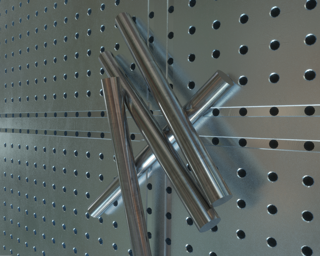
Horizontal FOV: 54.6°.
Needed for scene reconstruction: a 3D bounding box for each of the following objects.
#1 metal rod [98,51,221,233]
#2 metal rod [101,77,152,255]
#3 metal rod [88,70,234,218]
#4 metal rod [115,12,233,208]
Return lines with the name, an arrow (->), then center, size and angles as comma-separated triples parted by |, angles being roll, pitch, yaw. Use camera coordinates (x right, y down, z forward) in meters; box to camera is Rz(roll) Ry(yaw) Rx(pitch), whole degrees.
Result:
metal rod -> -0.017, -0.006, 0.394 | 0.025, 0.025, 0.300 | -54, 50, 27
metal rod -> -0.040, 0.082, 0.414 | 0.025, 0.025, 0.298 | -7, 94, 40
metal rod -> -0.015, 0.038, 0.422 | 0.299, 0.025, 0.025 | -47, 62, 30
metal rod -> 0.003, -0.044, 0.380 | 0.025, 0.025, 0.299 | -46, 54, 30
